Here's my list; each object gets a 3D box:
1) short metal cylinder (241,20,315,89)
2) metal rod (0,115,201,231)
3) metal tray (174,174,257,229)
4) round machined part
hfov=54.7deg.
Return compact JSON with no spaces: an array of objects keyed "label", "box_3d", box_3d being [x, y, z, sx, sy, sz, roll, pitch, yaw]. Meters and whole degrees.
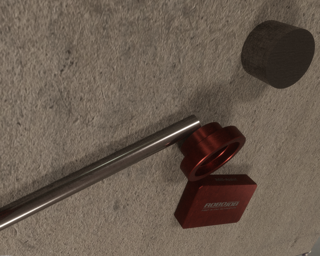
[{"label":"short metal cylinder","box_3d":[0.158,-0.099,0.418,0.081,0.050,0.079,-14,125,-21]},{"label":"metal rod","box_3d":[-0.082,0.057,0.398,0.302,0.025,0.025,-26,128,-13]},{"label":"metal tray","box_3d":[0.098,0.126,0.537,0.131,0.030,0.089,5,116,-31]},{"label":"round machined part","box_3d":[0.069,0.029,0.437,0.099,0.042,0.098,-29,154,-15]}]
